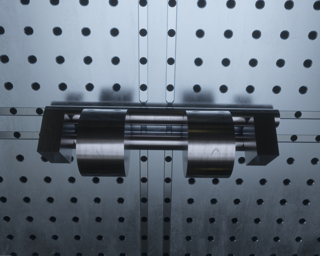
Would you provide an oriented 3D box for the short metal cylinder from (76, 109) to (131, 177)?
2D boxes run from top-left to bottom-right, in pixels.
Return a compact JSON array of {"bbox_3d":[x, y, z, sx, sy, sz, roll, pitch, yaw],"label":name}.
[{"bbox_3d":[-0.063,0.017,0.366,0.050,0.080,0.079,1,110,0],"label":"short metal cylinder"}]

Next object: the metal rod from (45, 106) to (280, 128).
[{"bbox_3d":[0.003,-0.015,0.408,0.302,0.025,0.025,1,110,-1],"label":"metal rod"}]

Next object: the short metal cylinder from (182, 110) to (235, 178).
[{"bbox_3d":[0.055,0.019,0.368,0.050,0.080,0.079,1,110,0],"label":"short metal cylinder"}]

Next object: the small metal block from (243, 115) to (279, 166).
[{"bbox_3d":[0.123,0.016,0.383,0.025,0.050,0.050,1,69,0],"label":"small metal block"}]

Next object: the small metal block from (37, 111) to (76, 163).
[{"bbox_3d":[-0.125,0.013,0.380,0.025,0.050,0.050,1,68,0],"label":"small metal block"}]

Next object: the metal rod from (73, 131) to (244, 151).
[{"bbox_3d":[0.000,0.018,0.420,0.302,0.025,0.025,1,110,-1],"label":"metal rod"}]
